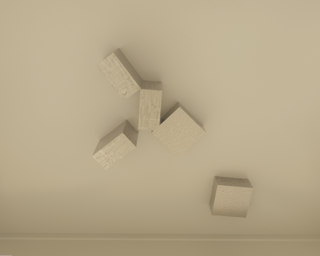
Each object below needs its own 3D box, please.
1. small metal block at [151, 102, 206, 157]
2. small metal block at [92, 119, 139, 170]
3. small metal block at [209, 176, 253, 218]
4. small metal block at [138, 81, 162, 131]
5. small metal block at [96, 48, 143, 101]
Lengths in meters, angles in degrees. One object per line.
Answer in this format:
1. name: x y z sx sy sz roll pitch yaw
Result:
1. small metal block: 0.024 0.002 0.412 0.050 0.025 0.050 -43 105 14
2. small metal block: -0.057 0.021 0.405 0.050 0.050 0.025 -37 106 12
3. small metal block: 0.102 0.100 0.450 0.050 0.025 0.050 5 110 -3
4. small metal block: -0.012 -0.029 0.387 0.025 0.050 0.050 4 110 -2
5. small metal block: -0.047 -0.066 0.373 0.025 0.050 0.050 -34 107 11
